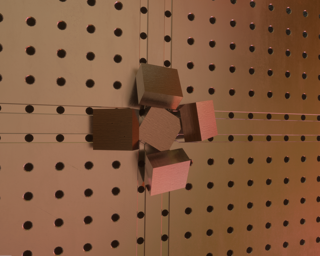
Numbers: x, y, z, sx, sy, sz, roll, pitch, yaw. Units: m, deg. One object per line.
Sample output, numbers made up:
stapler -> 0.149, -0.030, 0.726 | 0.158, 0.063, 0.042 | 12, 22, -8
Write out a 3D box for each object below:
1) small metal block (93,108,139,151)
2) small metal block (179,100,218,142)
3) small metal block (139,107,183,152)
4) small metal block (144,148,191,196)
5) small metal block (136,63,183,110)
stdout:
small metal block -> -0.054, 0.002, 0.381 | 0.050, 0.025, 0.050 | 0, 90, 14
small metal block -> 0.053, -0.010, 0.421 | 0.050, 0.025, 0.050 | -14, 96, -55
small metal block -> -0.004, 0.001, 0.412 | 0.050, 0.025, 0.050 | 33, 79, -18
small metal block -> 0.009, 0.057, 0.404 | 0.050, 0.025, 0.050 | -10, 129, -20
small metal block -> -0.002, -0.054, 0.400 | 0.050, 0.025, 0.050 | 7, 52, -20
